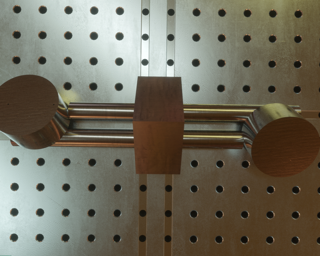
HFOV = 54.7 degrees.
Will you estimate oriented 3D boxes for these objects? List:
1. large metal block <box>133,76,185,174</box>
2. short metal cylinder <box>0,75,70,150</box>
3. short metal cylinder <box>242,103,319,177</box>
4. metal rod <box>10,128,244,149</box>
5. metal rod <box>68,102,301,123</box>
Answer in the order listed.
[{"bbox_3d":[-0.001,-0.004,0.356,0.050,0.080,0.079,1,132,0],"label":"large metal block"},{"bbox_3d":[-0.159,-0.019,0.385,0.081,0.050,0.080,0,67,-1],"label":"short metal cylinder"},{"bbox_3d":[0.148,0.014,0.389,0.081,0.050,0.079,0,112,0],"label":"short metal cylinder"},{"bbox_3d":[-0.042,0.014,0.412,0.302,0.025,0.025,1,90,0],"label":"metal rod"},{"bbox_3d":[0.032,-0.020,0.413,0.302,0.025,0.025,1,90,0],"label":"metal rod"}]
